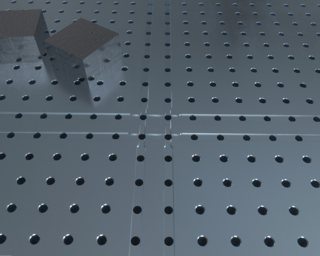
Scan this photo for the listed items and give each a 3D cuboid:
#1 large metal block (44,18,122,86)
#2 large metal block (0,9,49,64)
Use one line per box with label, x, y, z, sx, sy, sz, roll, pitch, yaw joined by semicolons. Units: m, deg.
large metal block;-0.120;-0.123;0.494;0.080;0.050;0.080;28;55;21
large metal block;-0.238;-0.153;0.517;0.081;0.050;0.080;-4;50;-4
